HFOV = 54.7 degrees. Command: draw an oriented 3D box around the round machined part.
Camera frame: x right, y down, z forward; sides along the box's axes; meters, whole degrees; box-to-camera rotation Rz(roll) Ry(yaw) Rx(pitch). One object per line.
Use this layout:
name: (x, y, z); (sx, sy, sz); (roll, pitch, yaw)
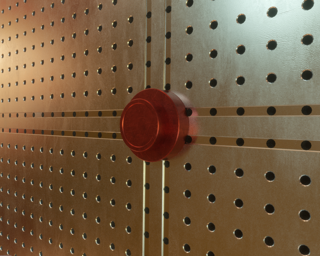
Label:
round machined part: (-0.015, -0.004, 0.408); (0.098, 0.042, 0.097); (0, 90, 39)
